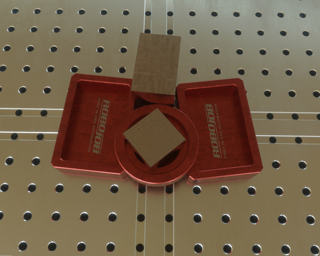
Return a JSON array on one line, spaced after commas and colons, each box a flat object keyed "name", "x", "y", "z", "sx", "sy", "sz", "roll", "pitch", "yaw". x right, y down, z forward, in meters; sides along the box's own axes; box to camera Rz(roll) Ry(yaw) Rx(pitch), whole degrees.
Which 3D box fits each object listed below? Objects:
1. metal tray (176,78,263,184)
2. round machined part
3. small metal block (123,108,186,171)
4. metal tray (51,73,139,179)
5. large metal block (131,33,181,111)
[{"name": "metal tray", "x": 0.073, "y": 0.002, "z": 0.405, "sx": 0.091, "sy": 0.030, "sz": 0.130, "roll": -6, "pitch": 70, "yaw": -3}, {"name": "round machined part", "x": -0.004, "y": 0.023, "z": 0.380, "sx": 0.099, "sy": 0.042, "sz": 0.098, "roll": 0, "pitch": 70, "yaw": 0}, {"name": "small metal block", "x": -0.006, "y": 0.014, "z": 0.358, "sx": 0.050, "sy": 0.025, "sz": 0.050, "roll": -38, "pitch": 74, "yaw": -13}, {"name": "metal tray", "x": -0.080, "y": -0.004, "z": 0.406, "sx": 0.091, "sy": 0.030, "sz": 0.130, "roll": 6, "pitch": 70, "yaw": 2}, {"name": "large metal block", "x": -0.004, "y": -0.063, "z": 0.402, "sx": 0.050, "sy": 0.080, "sz": 0.080, "roll": 6, "pitch": 70, "yaw": 2}]
